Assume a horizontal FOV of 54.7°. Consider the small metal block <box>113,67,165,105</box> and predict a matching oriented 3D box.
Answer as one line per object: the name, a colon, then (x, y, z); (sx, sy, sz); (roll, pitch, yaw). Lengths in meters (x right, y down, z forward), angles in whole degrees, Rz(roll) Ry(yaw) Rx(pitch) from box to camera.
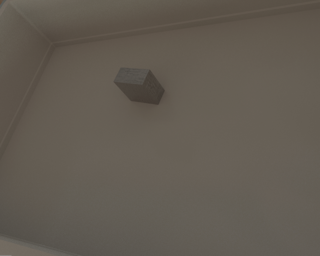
small metal block: (-0.029, -0.059, 0.440); (0.050, 0.050, 0.025); (11, 67, 32)
